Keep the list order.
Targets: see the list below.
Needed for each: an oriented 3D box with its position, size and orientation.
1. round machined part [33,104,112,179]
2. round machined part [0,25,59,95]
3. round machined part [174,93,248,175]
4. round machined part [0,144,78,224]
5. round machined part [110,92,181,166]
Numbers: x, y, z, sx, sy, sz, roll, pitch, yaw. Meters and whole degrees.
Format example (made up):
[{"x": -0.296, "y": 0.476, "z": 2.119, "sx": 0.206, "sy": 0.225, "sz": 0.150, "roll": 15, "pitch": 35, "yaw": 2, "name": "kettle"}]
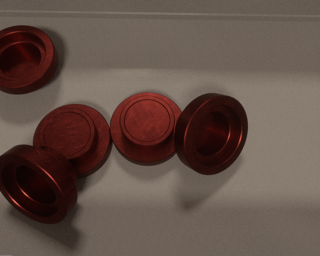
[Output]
[{"x": -0.113, "y": 0.013, "z": 0.394, "sx": 0.099, "sy": 0.042, "sz": 0.098, "roll": 0, "pitch": 70, "yaw": 0, "name": "round machined part"}, {"x": -0.191, "y": -0.090, "z": 0.431, "sx": 0.099, "sy": 0.042, "sz": 0.098, "roll": 0, "pitch": 70, "yaw": -1, "name": "round machined part"}, {"x": 0.058, "y": 0.005, "z": 0.381, "sx": 0.098, "sy": 0.098, "sz": 0.042, "roll": -43, "pitch": 32, "yaw": -14, "name": "round machined part"}, {"x": -0.137, "y": 0.060, "z": 0.358, "sx": 0.098, "sy": 0.097, "sz": 0.042, "roll": 26, "pitch": 37, "yaw": 8, "name": "round machined part"}, {"x": -0.016, "y": -0.003, "z": 0.402, "sx": 0.099, "sy": 0.042, "sz": 0.098, "roll": 0, "pitch": 70, "yaw": -1, "name": "round machined part"}]
